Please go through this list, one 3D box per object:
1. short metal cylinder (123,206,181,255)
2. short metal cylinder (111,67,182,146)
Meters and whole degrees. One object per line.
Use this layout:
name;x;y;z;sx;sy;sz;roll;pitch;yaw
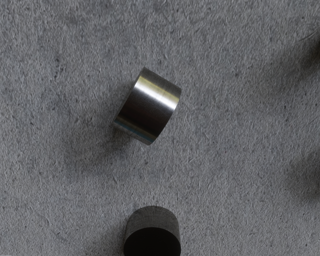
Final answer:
short metal cylinder;-0.011;0.163;0.456;0.081;0.050;0.079;0;110;0
short metal cylinder;-0.017;-0.026;0.371;0.050;0.080;0.080;30;107;-10
